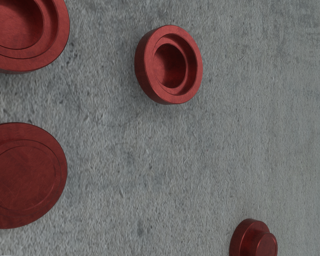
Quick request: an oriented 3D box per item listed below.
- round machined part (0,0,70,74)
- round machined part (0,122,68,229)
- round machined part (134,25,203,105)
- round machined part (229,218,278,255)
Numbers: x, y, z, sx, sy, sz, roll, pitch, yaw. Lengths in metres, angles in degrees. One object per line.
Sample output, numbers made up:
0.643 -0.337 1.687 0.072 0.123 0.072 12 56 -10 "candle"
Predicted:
-0.137 -0.097 0.279 0.099 0.042 0.097 0 90 -40 "round machined part"
-0.132 0.043 0.283 0.099 0.042 0.097 0 90 -40 "round machined part"
0.007 -0.078 0.399 0.099 0.042 0.097 0 90 -40 "round machined part"
0.166 0.210 0.533 0.099 0.042 0.097 0 90 -40 "round machined part"
